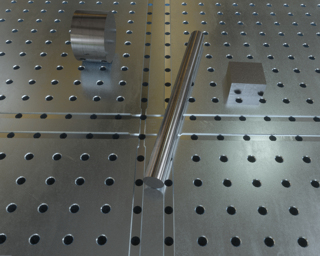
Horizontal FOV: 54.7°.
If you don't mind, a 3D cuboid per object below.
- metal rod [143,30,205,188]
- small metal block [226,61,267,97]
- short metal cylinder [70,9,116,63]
[{"bbox_3d":[0.029,-0.049,0.448,0.025,0.025,0.300,11,51,9],"label":"metal rod"},{"bbox_3d":[0.130,-0.075,0.472,0.050,0.025,0.050,3,50,2],"label":"small metal block"},{"bbox_3d":[-0.103,-0.146,0.493,0.050,0.080,0.080,5,50,4],"label":"short metal cylinder"}]
